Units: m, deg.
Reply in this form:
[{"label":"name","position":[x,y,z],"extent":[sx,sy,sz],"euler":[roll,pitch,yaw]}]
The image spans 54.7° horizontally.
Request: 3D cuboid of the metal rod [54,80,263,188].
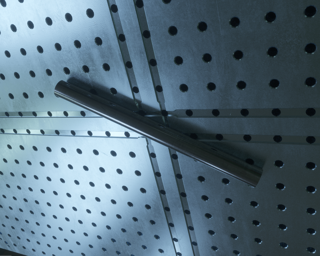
[{"label":"metal rod","position":[-0.011,0.002,0.417],"extent":[0.301,0.025,0.025],"euler":[24,127,12]}]
